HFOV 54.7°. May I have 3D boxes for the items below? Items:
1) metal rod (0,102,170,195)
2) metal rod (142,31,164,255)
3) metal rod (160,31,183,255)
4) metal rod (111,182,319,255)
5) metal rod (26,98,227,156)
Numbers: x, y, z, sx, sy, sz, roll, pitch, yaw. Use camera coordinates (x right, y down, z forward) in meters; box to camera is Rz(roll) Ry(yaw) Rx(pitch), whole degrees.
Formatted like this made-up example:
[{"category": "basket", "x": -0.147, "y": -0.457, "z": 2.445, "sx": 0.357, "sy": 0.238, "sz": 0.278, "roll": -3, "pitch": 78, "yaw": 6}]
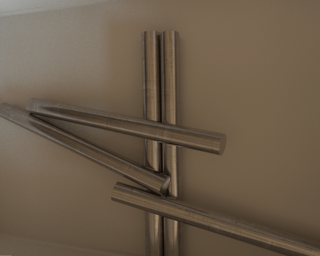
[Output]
[{"category": "metal rod", "x": -0.122, "y": 0.021, "z": 0.437, "sx": 0.301, "sy": 0.025, "sz": 0.025, "roll": 21, "pitch": 97, "yaw": 23}, {"category": "metal rod", "x": -0.009, "y": 0.024, "z": 0.410, "sx": 0.025, "sy": 0.025, "sz": 0.298, "roll": -1, "pitch": 90, "yaw": 19}, {"category": "metal rod", "x": 0.015, "y": 0.027, "z": 0.401, "sx": 0.025, "sy": 0.025, "sz": 0.298, "roll": -1, "pitch": 90, "yaw": 19}, {"category": "metal rod", "x": 0.086, "y": 0.116, "z": 0.360, "sx": 0.301, "sy": 0.025, "sz": 0.025, "roll": 14, "pitch": 95, "yaw": 13}, {"category": "metal rod", "x": -0.063, "y": -0.008, "z": 0.409, "sx": 0.301, "sy": 0.025, "sz": 0.025, "roll": 11, "pitch": 94, "yaw": 26}]
